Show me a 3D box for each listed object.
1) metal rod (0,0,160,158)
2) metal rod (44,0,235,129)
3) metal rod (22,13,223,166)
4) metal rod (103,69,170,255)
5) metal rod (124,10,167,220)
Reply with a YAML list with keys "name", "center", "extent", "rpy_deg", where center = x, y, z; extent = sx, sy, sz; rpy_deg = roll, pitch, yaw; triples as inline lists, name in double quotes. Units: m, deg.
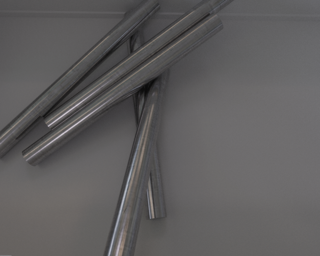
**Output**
- name: "metal rod"
  center: [-0.113, -0.073, 0.419]
  extent: [0.025, 0.025, 0.300]
  rpy_deg: [42, 81, 14]
- name: "metal rod"
  center: [-0.025, -0.094, 0.414]
  extent: [0.301, 0.025, 0.025]
  rpy_deg: [-37, 74, -1]
- name: "metal rod"
  center: [-0.046, -0.050, 0.400]
  extent: [0.301, 0.025, 0.025]
  rpy_deg: [-36, 74, -2]
- name: "metal rod"
  center: [-0.019, 0.024, 0.336]
  extent: [0.025, 0.025, 0.300]
  rpy_deg: [8, 45, 3]
- name: "metal rod"
  center: [-0.023, -0.031, 0.420]
  extent: [0.025, 0.025, 0.299]
  rpy_deg: [-7, 70, -3]
